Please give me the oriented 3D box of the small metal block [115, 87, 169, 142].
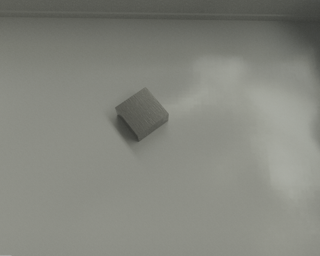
[{"bbox_3d":[-0.024,-0.018,0.416,0.050,0.025,0.050,-36,74,-12],"label":"small metal block"}]
